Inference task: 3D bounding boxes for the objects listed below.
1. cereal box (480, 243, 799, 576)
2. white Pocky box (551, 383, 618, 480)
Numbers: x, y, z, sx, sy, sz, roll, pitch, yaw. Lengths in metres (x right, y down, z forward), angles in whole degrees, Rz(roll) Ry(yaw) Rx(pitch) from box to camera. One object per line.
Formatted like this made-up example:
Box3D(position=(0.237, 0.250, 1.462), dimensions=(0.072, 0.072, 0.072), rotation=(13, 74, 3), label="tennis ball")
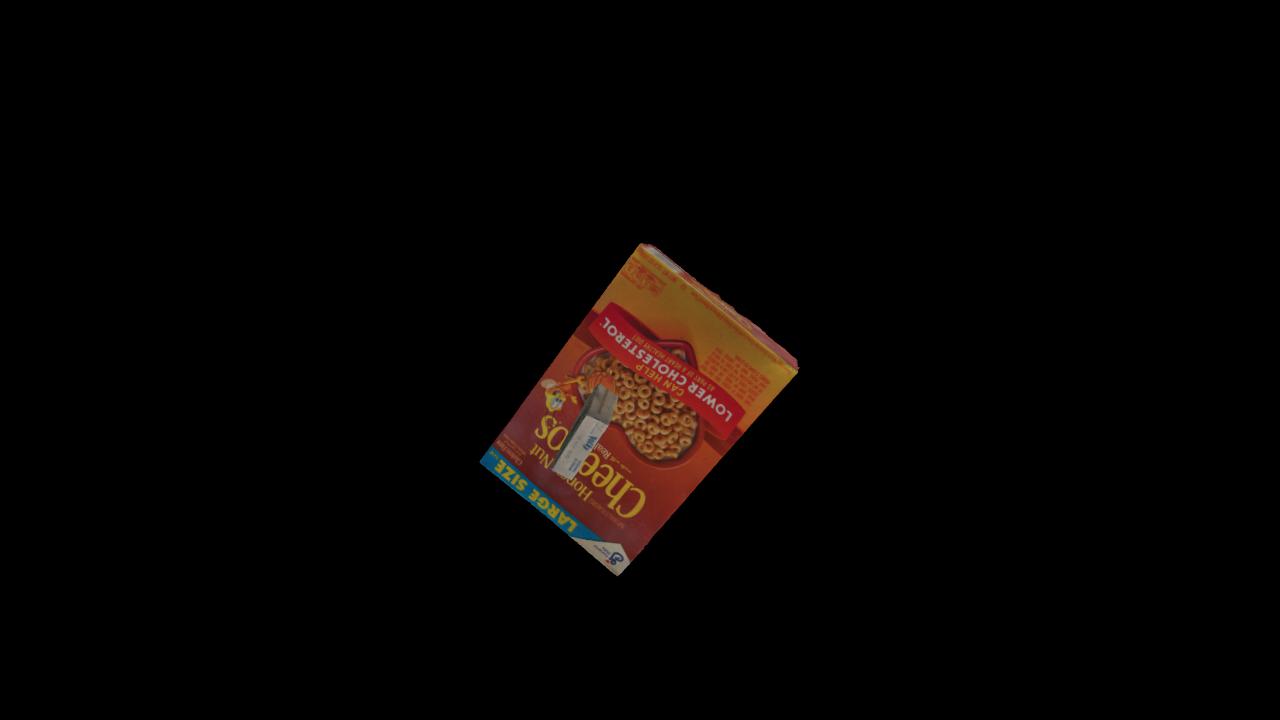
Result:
Box3D(position=(-0.006, 0.057, 0.664), dimensions=(0.203, 0.306, 0.081), rotation=(40, 16, 4), label="cereal box")
Box3D(position=(-0.049, 0.051, 0.660), dimensions=(0.028, 0.084, 0.154), rotation=(29, 28, -6), label="white Pocky box")
